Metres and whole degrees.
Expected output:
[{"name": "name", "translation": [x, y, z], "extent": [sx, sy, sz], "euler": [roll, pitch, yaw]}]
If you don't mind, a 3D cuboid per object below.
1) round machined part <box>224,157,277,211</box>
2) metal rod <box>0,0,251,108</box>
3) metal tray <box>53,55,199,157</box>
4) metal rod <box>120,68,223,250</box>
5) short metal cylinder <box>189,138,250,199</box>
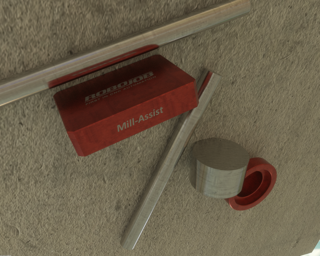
[{"name": "round machined part", "translation": [0.148, 0.091, 0.533], "extent": [0.099, 0.042, 0.097], "euler": [-14, 124, -21]}, {"name": "metal rod", "translation": [-0.034, -0.087, 0.334], "extent": [0.302, 0.025, 0.025], "euler": [-24, 127, -14]}, {"name": "metal tray", "translation": [-0.037, -0.030, 0.325], "extent": [0.131, 0.090, 0.030], "euler": [-24, 127, -14]}, {"name": "metal rod", "translation": [0.009, 0.056, 0.446], "extent": [0.025, 0.025, 0.298], "euler": [13, 112, -34]}, {"name": "short metal cylinder", "translation": [0.085, 0.057, 0.453], "extent": [0.081, 0.080, 0.050], "euler": [-11, 123, -23]}]
